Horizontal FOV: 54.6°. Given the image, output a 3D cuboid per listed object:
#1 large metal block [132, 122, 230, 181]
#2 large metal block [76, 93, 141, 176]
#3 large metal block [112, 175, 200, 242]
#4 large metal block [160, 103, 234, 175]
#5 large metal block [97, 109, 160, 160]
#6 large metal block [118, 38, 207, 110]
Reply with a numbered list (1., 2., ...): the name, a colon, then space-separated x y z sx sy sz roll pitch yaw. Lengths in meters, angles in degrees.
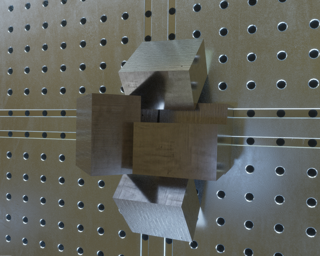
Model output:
1. large metal block: 0.026 0.020 0.321 0.080 0.080 0.050 2 91 20
2. large metal block: -0.060 0.006 0.343 0.050 0.080 0.080 1 91 -25
3. large metal block: 0.000 0.091 0.378 0.080 0.050 0.080 2 136 20
4. large metal block: 0.045 0.011 0.383 0.080 0.050 0.080 3 91 20
5. large metal block: -0.035 0.006 0.412 0.080 0.050 0.080 7 93 20
6. large metal block: 0.008 -0.066 0.373 0.080 0.080 0.050 2 129 20
